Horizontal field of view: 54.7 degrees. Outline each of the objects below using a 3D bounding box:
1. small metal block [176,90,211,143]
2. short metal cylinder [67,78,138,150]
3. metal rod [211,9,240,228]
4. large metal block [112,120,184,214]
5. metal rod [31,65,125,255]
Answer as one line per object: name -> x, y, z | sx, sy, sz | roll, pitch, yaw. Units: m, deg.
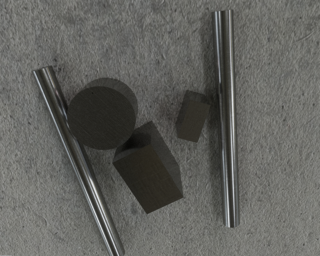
small metal block -> 0.040, -0.016, 0.391 | 0.025, 0.050, 0.050 | 15, 109, -6
short metal cylinder -> -0.069, -0.019, 0.389 | 0.081, 0.050, 0.079 | 0, 110, -1
metal rod -> 0.090, 0.002, 0.411 | 0.025, 0.025, 0.298 | -6, 110, 2
large metal block -> -0.013, 0.047, 0.398 | 0.050, 0.080, 0.080 | -27, 108, 9
metal rod -> -0.106, 0.061, 0.430 | 0.025, 0.025, 0.298 | -15, 110, 5
